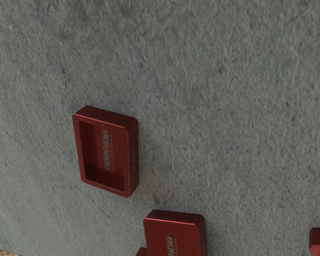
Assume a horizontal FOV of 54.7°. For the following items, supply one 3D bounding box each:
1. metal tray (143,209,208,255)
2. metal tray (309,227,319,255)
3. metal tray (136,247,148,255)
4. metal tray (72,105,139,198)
[{"bbox_3d":[0.027,0.198,0.487,0.090,0.030,0.129,-1,104,25],"label":"metal tray"},{"bbox_3d":[0.252,0.179,0.382,0.090,0.030,0.130,-18,110,34],"label":"metal tray"},{"bbox_3d":[0.023,0.267,0.555,0.130,0.030,0.089,0,118,28],"label":"metal tray"},{"bbox_3d":[-0.079,0.037,0.466,0.090,0.030,0.129,15,125,19],"label":"metal tray"}]
